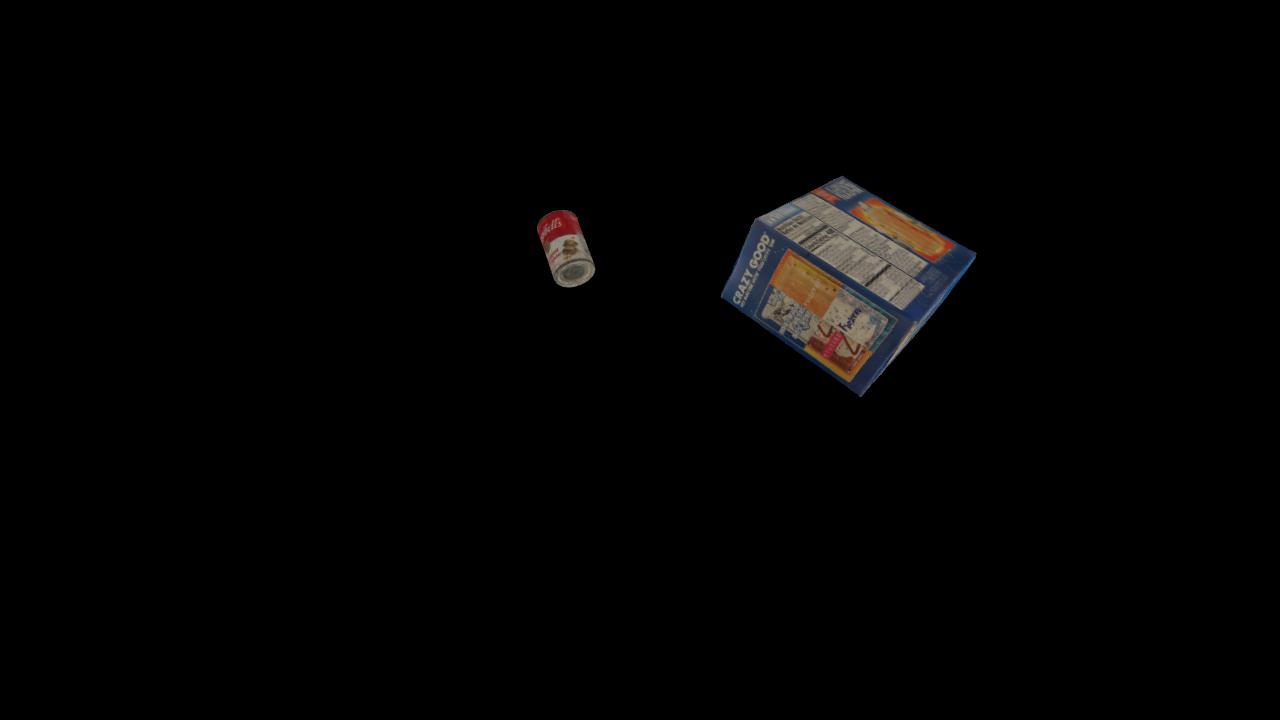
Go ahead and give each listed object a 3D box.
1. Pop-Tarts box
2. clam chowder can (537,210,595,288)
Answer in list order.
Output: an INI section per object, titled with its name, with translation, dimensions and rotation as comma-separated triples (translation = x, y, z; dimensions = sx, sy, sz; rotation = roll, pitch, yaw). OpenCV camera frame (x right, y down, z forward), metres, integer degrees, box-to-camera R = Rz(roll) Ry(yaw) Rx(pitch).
[Pop-Tarts box]
translation = 0.177, -0.071, 0.519
dimensions = 0.141, 0.083, 0.167
rotation = 39, 44, 19
[clam chowder can]
translation = -0.115, -0.172, 0.956
dimensions = 0.068, 0.102, 0.068
rotation = -18, -25, -9
